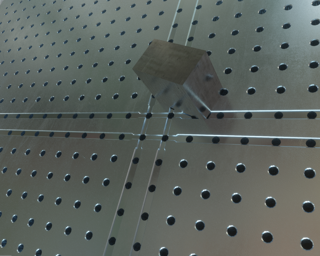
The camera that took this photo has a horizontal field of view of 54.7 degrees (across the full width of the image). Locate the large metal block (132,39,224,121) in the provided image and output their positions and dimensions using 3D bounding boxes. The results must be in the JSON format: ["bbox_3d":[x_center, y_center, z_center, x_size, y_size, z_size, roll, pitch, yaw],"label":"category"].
[{"bbox_3d":[0.025,-0.061,0.396,0.080,0.080,0.050,25,75,36],"label":"large metal block"}]
